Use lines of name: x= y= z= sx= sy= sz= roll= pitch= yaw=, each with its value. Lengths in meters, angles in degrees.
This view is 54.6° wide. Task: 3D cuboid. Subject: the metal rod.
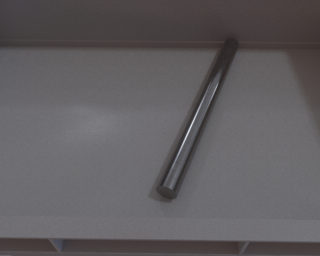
metal rod: x=0.064 y=-0.035 z=0.434 sx=0.025 sy=0.025 sz=0.301 roll=17 pitch=52 yaw=14
